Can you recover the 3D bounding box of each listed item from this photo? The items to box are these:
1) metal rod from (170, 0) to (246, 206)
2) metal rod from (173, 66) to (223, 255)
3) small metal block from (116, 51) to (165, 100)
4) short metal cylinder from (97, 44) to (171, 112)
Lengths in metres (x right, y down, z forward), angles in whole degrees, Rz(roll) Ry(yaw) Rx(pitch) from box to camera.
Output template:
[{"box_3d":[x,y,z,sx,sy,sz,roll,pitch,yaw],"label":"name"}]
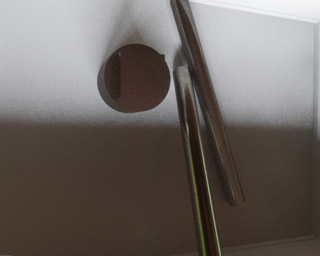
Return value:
[{"box_3d":[0.069,-0.033,0.437,0.025,0.025,0.298,-19,97,-19],"label":"metal rod"},{"box_3d":[0.045,0.058,0.362,0.025,0.025,0.299,3,64,-20],"label":"metal rod"},{"box_3d":[-0.022,-0.057,0.350,0.050,0.025,0.050,-1,90,-20],"label":"small metal block"},{"box_3d":[-0.034,-0.059,0.386,0.081,0.050,0.079,0,90,-20],"label":"short metal cylinder"}]
